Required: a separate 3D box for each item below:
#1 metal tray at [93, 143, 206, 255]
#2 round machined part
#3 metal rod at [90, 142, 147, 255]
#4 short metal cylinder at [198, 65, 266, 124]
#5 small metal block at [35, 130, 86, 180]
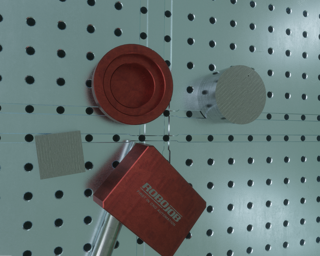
[{"bbox_3d":[-0.007,0.092,0.389,0.090,0.030,0.130,-51,119,-18],"label":"metal tray"},{"bbox_3d":[-0.037,-0.053,0.391,0.099,0.042,0.097,0,90,-20],"label":"round machined part"},{"bbox_3d":[-0.074,0.161,0.386,0.025,0.025,0.299,22,83,-19],"label":"metal rod"},{"bbox_3d":[0.101,-0.045,0.438,0.081,0.050,0.079,0,90,-20],"label":"short metal cylinder"},{"bbox_3d":[-0.119,0.031,0.369,0.050,0.025,0.050,-8,93,-20],"label":"small metal block"}]
